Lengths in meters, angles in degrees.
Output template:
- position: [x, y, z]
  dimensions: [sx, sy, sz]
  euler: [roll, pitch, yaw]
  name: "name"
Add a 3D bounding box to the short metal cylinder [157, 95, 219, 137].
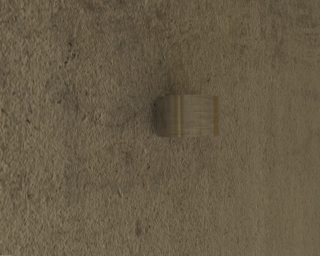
- position: [0.036, -0.015, 0.403]
  dimensions: [0.081, 0.080, 0.050]
  euler: [-1, 91, -40]
  name: "short metal cylinder"
